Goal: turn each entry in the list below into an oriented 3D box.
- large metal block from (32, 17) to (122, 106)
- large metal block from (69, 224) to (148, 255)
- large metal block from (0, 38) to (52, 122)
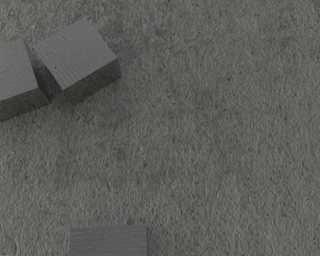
[{"bbox_3d":[-0.111,-0.091,0.427,0.080,0.050,0.080,-34,74,-12],"label":"large metal block"},{"bbox_3d":[-0.053,0.150,0.339,0.081,0.050,0.080,-3,70,-1],"label":"large metal block"},{"bbox_3d":[-0.204,-0.062,0.416,0.080,0.050,0.080,-22,72,-8],"label":"large metal block"}]
